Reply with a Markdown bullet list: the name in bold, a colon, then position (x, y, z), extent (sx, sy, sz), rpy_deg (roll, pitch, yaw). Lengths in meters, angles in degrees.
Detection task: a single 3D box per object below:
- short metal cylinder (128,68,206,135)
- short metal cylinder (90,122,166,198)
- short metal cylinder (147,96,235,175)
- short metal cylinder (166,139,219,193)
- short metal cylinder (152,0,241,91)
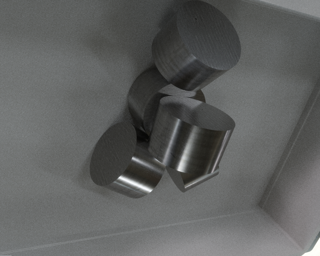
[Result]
- **short metal cylinder**: position (0.008, -0.028, 0.376), extent (0.081, 0.050, 0.079), rpy_deg (-14, 124, -21)
- **short metal cylinder**: position (-0.039, 0.039, 0.373), extent (0.050, 0.080, 0.080), rpy_deg (33, 100, -38)
- **short metal cylinder**: position (0.032, 0.005, 0.326), extent (0.081, 0.080, 0.050), rpy_deg (3, 117, -30)
- **short metal cylinder**: position (0.035, 0.039, 0.414), extent (0.050, 0.080, 0.080), rpy_deg (-25, 128, -12)
- **short metal cylinder**: position (0.038, -0.086, 0.330), extent (0.081, 0.080, 0.050), rpy_deg (4, 159, -30)
